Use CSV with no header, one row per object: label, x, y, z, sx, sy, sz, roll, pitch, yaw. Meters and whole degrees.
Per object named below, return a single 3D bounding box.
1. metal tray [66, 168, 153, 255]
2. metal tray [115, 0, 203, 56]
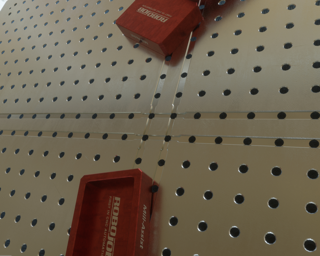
metal tray,-0.060,0.117,0.365,0.090,0.030,0.130,-10,57,23
metal tray,-0.004,-0.181,0.520,0.090,0.030,0.130,-48,51,-6
